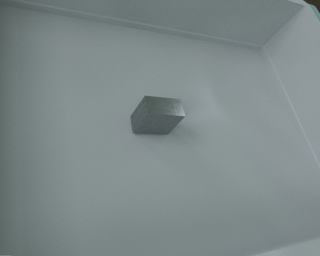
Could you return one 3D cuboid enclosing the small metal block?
[{"bbox_3d":[-0.004,-0.015,0.393,0.050,0.050,0.025,3,60,-27],"label":"small metal block"}]
